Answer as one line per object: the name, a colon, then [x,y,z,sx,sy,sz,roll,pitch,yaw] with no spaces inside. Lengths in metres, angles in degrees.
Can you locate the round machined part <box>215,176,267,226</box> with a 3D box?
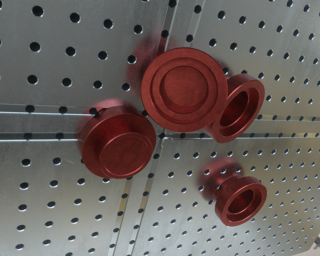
round machined part: [0.140,0.126,0.557,0.099,0.042,0.097,-14,125,-21]

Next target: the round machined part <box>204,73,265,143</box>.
round machined part: [0.094,-0.031,0.425,0.099,0.042,0.097,-26,138,-27]

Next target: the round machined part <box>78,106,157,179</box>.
round machined part: [-0.049,0.025,0.391,0.099,0.042,0.097,-14,125,-21]

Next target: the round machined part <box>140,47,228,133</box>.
round machined part: [0.028,-0.047,0.370,0.099,0.042,0.097,1,106,5]
